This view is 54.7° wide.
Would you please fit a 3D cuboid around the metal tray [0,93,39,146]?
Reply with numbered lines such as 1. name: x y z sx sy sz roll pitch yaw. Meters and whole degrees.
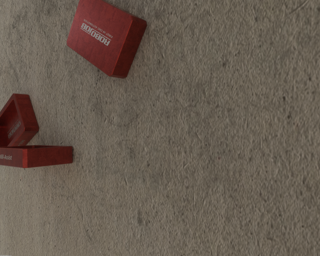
1. metal tray: -0.311 -0.002 0.658 0.130 0.030 0.090 -38 67 33

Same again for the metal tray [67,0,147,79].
1. metal tray: -0.086 -0.143 0.473 0.130 0.030 0.089 38 113 33

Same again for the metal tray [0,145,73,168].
1. metal tray: -0.230 0.048 0.552 0.130 0.091 0.030 -1 89 40
